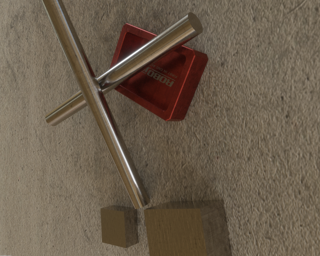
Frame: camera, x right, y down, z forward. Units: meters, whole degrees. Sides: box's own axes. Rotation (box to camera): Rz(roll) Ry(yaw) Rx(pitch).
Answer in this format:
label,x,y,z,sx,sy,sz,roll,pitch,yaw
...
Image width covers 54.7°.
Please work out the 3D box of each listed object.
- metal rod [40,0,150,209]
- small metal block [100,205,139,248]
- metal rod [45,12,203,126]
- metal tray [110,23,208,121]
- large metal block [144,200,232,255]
label,x,y,z,sx,sy,sz,roll,pitch,yaw
metal rod,-0.083,-0.032,0.408,0.025,0.025,0.299,-18,98,38
small metal block,-0.059,0.142,0.452,0.050,0.025,0.050,-6,87,39
metal rod,-0.070,-0.063,0.420,0.299,0.025,0.025,-24,75,38
metal tray,-0.010,-0.075,0.407,0.130,0.030,0.089,33,110,35
large metal block,0.033,0.129,0.360,0.080,0.050,0.080,-13,82,39
